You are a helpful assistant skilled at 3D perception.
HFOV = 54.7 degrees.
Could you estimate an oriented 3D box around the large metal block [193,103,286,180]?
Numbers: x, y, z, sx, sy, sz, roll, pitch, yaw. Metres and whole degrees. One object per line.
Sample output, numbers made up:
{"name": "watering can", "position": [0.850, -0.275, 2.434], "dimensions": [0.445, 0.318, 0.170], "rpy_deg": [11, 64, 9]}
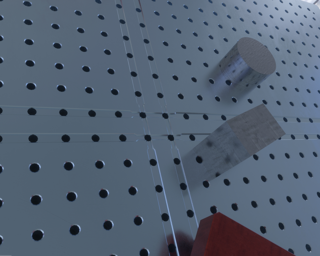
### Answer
{"name": "large metal block", "position": [0.105, 0.018, 0.418], "dimensions": [0.081, 0.080, 0.050], "rpy_deg": [-23, 74, -36]}

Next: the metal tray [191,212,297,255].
{"name": "metal tray", "position": [0.093, 0.158, 0.319], "dimensions": [0.130, 0.030, 0.090], "rpy_deg": [31, 52, -8]}

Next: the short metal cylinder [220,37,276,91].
{"name": "short metal cylinder", "position": [0.154, -0.111, 0.543], "dimensions": [0.081, 0.050, 0.080], "rpy_deg": [14, 56, -21]}
